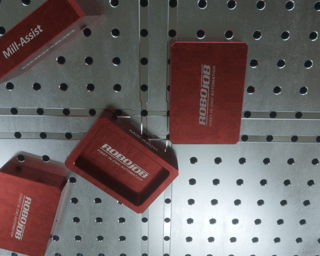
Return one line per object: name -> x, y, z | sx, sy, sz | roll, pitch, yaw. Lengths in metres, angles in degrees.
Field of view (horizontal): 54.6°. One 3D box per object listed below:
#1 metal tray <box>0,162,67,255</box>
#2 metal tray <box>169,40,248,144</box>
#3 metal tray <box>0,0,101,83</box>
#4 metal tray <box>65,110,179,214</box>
metal tray -> -0.198, 0.122, 0.454 | 0.090, 0.030, 0.129 | 18, 109, -7
metal tray -> 0.058, -0.044, 0.395 | 0.090, 0.030, 0.129 | 0, 110, 0
metal tray -> -0.133, -0.099, 0.341 | 0.130, 0.090, 0.030 | -32, 107, 11
metal tray -> -0.050, 0.049, 0.428 | 0.130, 0.030, 0.090 | 37, 106, -13
